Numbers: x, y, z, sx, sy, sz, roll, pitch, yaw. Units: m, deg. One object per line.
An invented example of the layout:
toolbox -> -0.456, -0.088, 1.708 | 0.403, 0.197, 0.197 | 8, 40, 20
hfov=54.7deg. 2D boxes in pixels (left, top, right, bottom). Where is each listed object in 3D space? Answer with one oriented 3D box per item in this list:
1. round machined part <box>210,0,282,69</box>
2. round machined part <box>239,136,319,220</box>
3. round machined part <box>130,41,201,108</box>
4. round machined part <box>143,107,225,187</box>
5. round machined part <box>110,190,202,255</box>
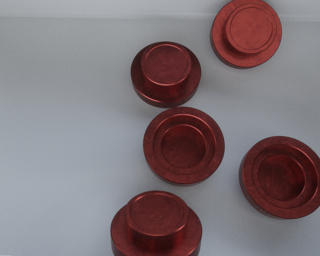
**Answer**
round machined part -> 0.122, -0.134, 0.433 | 0.099, 0.042, 0.097 | 0, 93, 0
round machined part -> 0.145, 0.062, 0.380 | 0.099, 0.042, 0.098 | 0, 70, -1
round machined part -> 0.008, -0.080, 0.430 | 0.099, 0.042, 0.098 | 0, 70, -1
round machined part -> 0.029, 0.026, 0.392 | 0.099, 0.042, 0.098 | 0, 70, -1
round machined part -> -0.004, 0.105, 0.334 | 0.099, 0.042, 0.098 | 2, 27, -1
